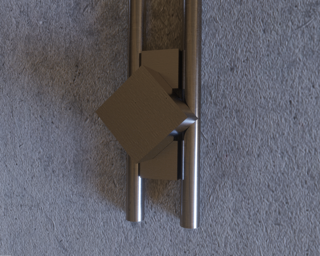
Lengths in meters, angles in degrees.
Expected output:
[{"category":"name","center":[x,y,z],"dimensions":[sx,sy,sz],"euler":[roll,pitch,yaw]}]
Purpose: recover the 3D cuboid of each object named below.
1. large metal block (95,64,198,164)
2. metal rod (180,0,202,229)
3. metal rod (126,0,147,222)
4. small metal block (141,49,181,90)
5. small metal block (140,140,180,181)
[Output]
[{"category":"large metal block","center":[-0.015,-0.015,0.373],"dimensions":[0.080,0.050,0.080],"euler":[-43,77,15]},{"category":"metal rod","center":[0.040,-0.024,0.396],"dimensions":[0.025,0.025,0.298],"euler":[1,90,19]},{"category":"metal rod","center":[-0.032,-0.025,0.421],"dimensions":[0.025,0.025,0.298],"euler":[1,90,19]},{"category":"small metal block","center":[0.004,-0.075,0.407],"dimensions":[0.050,0.025,0.050],"euler":[1,90,19]},{"category":"small metal block","center":[0.002,0.041,0.407],"dimensions":[0.050,0.025,0.050],"euler":[1,90,19]}]
